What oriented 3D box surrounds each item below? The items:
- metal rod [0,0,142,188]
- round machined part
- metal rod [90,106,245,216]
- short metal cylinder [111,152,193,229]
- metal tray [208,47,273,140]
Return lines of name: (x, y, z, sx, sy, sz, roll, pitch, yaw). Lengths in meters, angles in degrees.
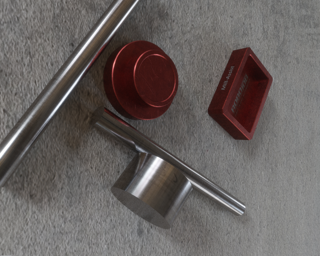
metal rod: (-0.083, -0.074, 0.334, 0.025, 0.025, 0.300, 44, 64, -31)
round machined part: (-0.016, -0.059, 0.380, 0.099, 0.042, 0.097, 0, 90, -40)
metal rod: (0.030, 0.060, 0.429, 0.301, 0.025, 0.025, 36, 68, -34)
short metal cylinder: (-0.010, 0.073, 0.361, 0.080, 0.080, 0.050, 51, 60, -28)
metal tray: (0.137, -0.056, 0.515, 0.090, 0.030, 0.130, 39, 66, -33)
